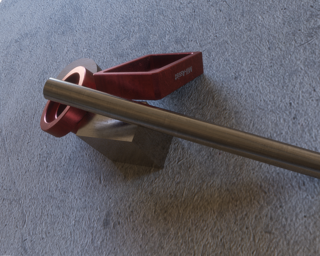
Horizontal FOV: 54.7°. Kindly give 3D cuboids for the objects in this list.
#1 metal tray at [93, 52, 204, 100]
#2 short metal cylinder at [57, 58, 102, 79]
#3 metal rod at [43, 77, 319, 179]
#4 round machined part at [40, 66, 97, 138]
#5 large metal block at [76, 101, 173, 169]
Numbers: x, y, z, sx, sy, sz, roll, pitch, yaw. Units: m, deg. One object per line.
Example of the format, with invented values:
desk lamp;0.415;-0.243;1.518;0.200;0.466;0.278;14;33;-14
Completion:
metal tray;-0.010;-0.071;0.400;0.090;0.030;0.131;5;24;30
short metal cylinder;-0.119;-0.063;0.488;0.080;0.050;0.080;-13;56;20
metal rod;0.022;-0.002;0.318;0.301;0.025;0.025;16;68;8
round machined part;-0.113;-0.030;0.414;0.098;0.042;0.098;-30;42;32
large metal block;-0.040;0.008;0.384;0.080;0.080;0.050;5;64;30
